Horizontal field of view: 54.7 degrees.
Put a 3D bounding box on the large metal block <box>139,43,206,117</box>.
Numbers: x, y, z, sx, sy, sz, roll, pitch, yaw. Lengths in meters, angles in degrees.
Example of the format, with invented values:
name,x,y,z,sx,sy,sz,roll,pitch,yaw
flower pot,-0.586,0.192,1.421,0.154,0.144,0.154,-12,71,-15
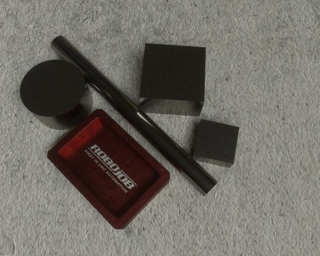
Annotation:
name,x,y,z,sx,sy,sz,roll,pitch,yaw
large metal block,0.018,-0.064,0.420,0.081,0.050,0.080,4,70,1

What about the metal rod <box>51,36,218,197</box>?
name,x,y,z,sx,sy,sz,roll,pitch,yaw
metal rod,-0.043,-0.024,0.417,0.025,0.025,0.300,-43,76,-14

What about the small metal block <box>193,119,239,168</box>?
name,x,y,z,sx,sy,sz,roll,pitch,yaw
small metal block,0.072,0.020,0.403,0.050,0.025,0.050,12,70,4

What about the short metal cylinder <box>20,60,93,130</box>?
name,x,y,z,sx,sy,sz,roll,pitch,yaw
short metal cylinder,-0.134,-0.043,0.410,0.081,0.050,0.080,0,70,0

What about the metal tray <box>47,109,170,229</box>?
name,x,y,z,sx,sy,sz,roll,pitch,yaw
metal tray,-0.063,0.049,0.388,0.130,0.030,0.090,42,75,13
